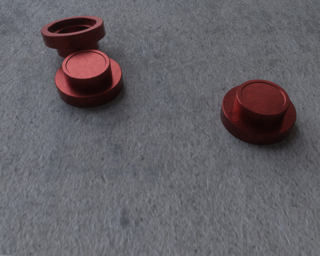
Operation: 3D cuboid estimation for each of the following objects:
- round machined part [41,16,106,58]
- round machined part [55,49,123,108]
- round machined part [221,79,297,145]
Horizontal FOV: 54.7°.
[{"bbox_3d":[-0.137,-0.147,0.504,0.099,0.042,0.098,-4,36,3],"label":"round machined part"},{"bbox_3d":[-0.105,-0.079,0.457,0.099,0.042,0.098,0,50,0],"label":"round machined part"},{"bbox_3d":[0.134,-0.028,0.418,0.099,0.042,0.098,0,50,0],"label":"round machined part"}]
